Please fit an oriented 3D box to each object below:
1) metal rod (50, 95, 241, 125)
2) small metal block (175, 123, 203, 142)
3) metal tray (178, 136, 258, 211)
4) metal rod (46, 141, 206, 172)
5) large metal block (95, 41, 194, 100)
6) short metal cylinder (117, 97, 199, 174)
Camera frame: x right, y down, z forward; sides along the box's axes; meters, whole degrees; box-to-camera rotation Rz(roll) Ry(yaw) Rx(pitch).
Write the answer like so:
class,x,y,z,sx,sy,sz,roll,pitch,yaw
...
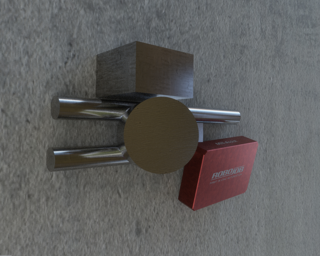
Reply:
class,x,y,z,sx,sy,sz,roll,pitch,yaw
metal rod,0.008,-0.019,0.415,0.302,0.025,0.025,1,90,-40
small metal block,0.021,0.005,0.409,0.050,0.050,0.025,1,90,-40
metal tray,0.090,0.063,0.463,0.131,0.030,0.089,-5,111,-41
metal rod,0.004,0.032,0.412,0.302,0.025,0.025,0,90,-40
large metal block,-0.019,-0.060,0.357,0.081,0.080,0.050,1,90,-40
short metal cylinder,-0.004,0.008,0.342,0.081,0.050,0.080,0,88,-16
